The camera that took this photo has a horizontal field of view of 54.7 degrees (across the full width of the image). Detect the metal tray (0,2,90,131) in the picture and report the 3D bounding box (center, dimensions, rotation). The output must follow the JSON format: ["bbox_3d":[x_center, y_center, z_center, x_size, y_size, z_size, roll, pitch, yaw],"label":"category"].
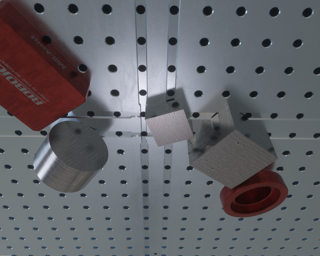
[{"bbox_3d":[-0.158,-0.062,0.354,0.090,0.030,0.130,-28,125,22],"label":"metal tray"}]

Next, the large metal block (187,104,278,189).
[{"bbox_3d":[0.095,0.028,0.420,0.080,0.050,0.080,31,123,-24],"label":"large metal block"}]

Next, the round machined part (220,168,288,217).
[{"bbox_3d":[0.139,0.094,0.475,0.099,0.042,0.097,-6,136,-6],"label":"round machined part"}]

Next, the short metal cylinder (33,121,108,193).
[{"bbox_3d":[-0.116,0.037,0.406,0.080,0.080,0.050,28,125,-22],"label":"short metal cylinder"}]

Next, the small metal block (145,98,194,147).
[{"bbox_3d":[0.013,-0.007,0.406,0.050,0.025,0.050,-15,129,12],"label":"small metal block"}]
